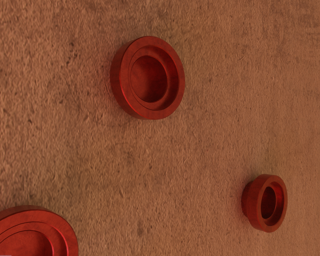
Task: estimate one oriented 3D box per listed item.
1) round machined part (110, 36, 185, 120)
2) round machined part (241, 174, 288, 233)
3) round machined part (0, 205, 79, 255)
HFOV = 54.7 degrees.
[{"bbox_3d":[-0.019,-0.059,0.378,0.099,0.042,0.097,0,90,-40],"label":"round machined part"},{"bbox_3d":[0.180,0.130,0.545,0.099,0.042,0.097,0,90,-40],"label":"round machined part"},{"bbox_3d":[-0.130,0.120,0.285,0.099,0.042,0.097,0,90,-40],"label":"round machined part"}]
